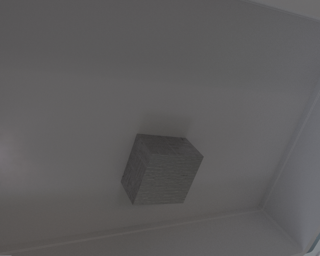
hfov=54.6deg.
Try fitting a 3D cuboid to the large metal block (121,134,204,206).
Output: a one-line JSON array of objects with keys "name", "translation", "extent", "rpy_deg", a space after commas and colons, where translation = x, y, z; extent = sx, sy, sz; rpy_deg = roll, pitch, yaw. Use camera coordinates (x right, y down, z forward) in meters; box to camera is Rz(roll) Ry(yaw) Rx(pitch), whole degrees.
[{"name": "large metal block", "translation": [0.001, 0.058, 0.428], "extent": [0.081, 0.050, 0.080], "rpy_deg": [6, 115, -31]}]
